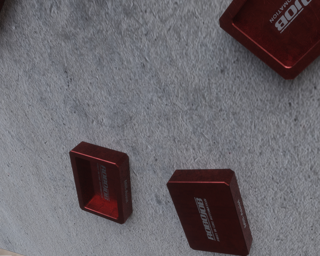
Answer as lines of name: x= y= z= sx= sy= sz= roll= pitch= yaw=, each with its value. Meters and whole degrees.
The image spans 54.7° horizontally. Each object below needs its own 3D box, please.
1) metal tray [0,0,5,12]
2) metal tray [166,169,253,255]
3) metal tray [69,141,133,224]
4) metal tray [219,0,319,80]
metal tray: x=-0.252 y=-0.200 z=0.412 sx=0.090 sy=0.030 sz=0.129 roll=47 pitch=129 yaw=-5
metal tray: x=0.072 y=0.120 z=0.440 sx=0.090 sy=0.030 sz=0.129 roll=-6 pitch=116 yaw=30
metal tray: x=-0.095 y=0.091 z=0.510 sx=0.090 sy=0.030 sz=0.129 roll=13 pitch=124 yaw=21
metal tray: x=0.126 y=-0.117 z=0.264 sx=0.090 sy=0.030 sz=0.129 roll=40 pitch=129 yaw=1
